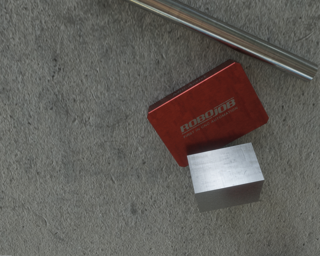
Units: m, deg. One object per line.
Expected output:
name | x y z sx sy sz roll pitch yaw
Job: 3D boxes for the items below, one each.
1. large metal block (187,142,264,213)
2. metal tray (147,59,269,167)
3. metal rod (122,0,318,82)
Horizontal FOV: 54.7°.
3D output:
large metal block | 0.083 0.067 0.402 0.080 0.050 0.080 -12 147 4
metal tray | 0.060 -0.017 0.402 0.130 0.030 0.090 -30 108 10
metal rod | 0.049 -0.123 0.365 0.302 0.025 0.025 21 109 -8
